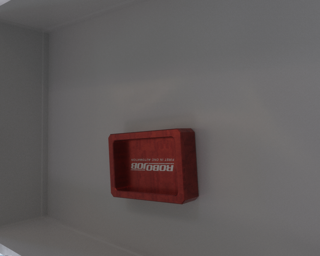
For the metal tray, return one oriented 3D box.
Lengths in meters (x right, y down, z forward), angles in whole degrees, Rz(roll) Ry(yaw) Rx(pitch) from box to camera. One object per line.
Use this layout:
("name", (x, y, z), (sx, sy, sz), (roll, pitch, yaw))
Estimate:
("metal tray", (-0.013, 0.049, 0.415), (0.130, 0.030, 0.090), (-5, 87, 40))
